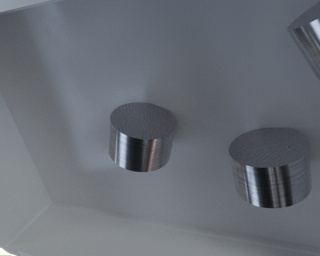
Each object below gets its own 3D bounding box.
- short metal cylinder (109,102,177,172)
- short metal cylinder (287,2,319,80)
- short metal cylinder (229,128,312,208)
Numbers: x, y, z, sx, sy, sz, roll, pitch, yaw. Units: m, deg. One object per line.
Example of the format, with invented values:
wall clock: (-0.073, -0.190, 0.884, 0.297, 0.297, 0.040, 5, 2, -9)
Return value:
short metal cylinder: (-0.023, 0.010, 0.390, 0.080, 0.080, 0.050, 20, 126, 16)
short metal cylinder: (0.151, -0.080, 0.244, 0.080, 0.080, 0.050, -29, 103, 37)
short metal cylinder: (0.119, 0.040, 0.335, 0.080, 0.080, 0.050, -1, 118, 28)
